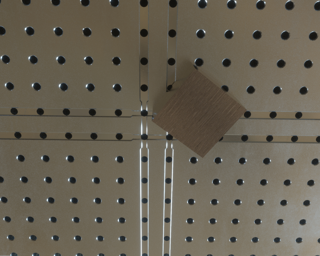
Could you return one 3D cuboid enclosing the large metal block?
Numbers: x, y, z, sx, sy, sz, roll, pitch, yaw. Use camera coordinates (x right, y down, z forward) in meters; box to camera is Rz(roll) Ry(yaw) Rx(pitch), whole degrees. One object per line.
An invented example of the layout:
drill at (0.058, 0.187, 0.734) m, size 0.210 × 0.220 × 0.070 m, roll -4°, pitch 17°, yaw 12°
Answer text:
large metal block at (0.047, -0.023, 0.392) m, size 0.080 × 0.050 × 0.080 m, roll 36°, pitch 106°, yaw -13°
